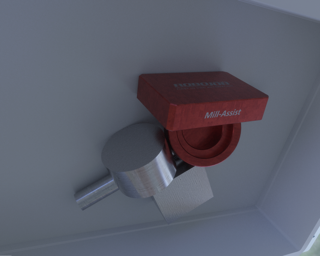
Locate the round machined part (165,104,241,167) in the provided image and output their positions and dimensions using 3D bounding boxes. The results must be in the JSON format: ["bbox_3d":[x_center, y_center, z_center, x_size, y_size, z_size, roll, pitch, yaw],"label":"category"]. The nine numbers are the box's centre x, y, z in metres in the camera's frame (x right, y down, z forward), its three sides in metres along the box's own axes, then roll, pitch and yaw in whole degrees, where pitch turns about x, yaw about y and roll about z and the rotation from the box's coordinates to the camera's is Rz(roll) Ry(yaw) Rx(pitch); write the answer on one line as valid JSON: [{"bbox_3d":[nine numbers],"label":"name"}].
[{"bbox_3d":[0.053,0.000,0.408,0.099,0.042,0.097,-1,93,-14],"label":"round machined part"}]

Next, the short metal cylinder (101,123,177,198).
[{"bbox_3d":[-0.025,0.039,0.383,0.080,0.080,0.050,-30,129,-10],"label":"short metal cylinder"}]

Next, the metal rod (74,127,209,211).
[{"bbox_3d":[0.022,0.027,0.437,0.302,0.025,0.025,-29,129,-10],"label":"metal rod"}]

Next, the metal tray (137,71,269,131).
[{"bbox_3d":[0.049,-0.037,0.369,0.131,0.090,0.030,-7,122,-26],"label":"metal tray"}]

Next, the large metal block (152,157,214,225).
[{"bbox_3d":[0.024,0.082,0.454,0.080,0.050,0.080,-29,129,-10],"label":"large metal block"}]
